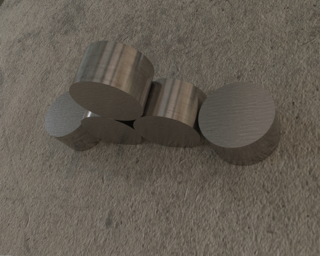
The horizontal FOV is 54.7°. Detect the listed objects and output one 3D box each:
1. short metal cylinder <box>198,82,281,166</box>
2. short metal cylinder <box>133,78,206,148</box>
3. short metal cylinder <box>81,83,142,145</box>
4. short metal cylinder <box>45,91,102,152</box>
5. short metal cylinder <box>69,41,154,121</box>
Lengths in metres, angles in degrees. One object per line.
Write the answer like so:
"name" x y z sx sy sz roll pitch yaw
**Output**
"short metal cylinder" 0.089 -0.004 0.344 0.080 0.050 0.080 -13 57 21
"short metal cylinder" 0.014 -0.016 0.373 0.080 0.080 0.050 0 61 28
"short metal cylinder" -0.057 -0.017 0.411 0.080 0.080 0.050 0 62 28
"short metal cylinder" -0.121 -0.012 0.460 0.080 0.050 0.080 -13 57 21
"short metal cylinder" -0.051 -0.049 0.338 0.080 0.080 0.050 1 63 28
